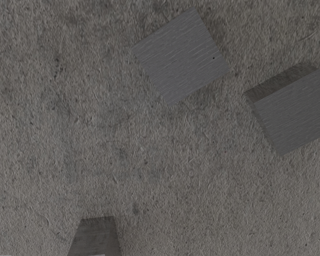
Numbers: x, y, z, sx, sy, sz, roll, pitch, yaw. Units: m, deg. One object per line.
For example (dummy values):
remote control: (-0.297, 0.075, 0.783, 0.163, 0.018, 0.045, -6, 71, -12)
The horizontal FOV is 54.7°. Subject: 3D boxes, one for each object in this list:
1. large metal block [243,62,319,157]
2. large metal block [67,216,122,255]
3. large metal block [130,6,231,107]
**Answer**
large metal block: (0.164, -0.024, 0.389, 0.080, 0.050, 0.080, -29, 108, 10)
large metal block: (-0.091, 0.188, 0.449, 0.050, 0.080, 0.079, -6, 110, 2)
large metal block: (0.023, -0.084, 0.365, 0.080, 0.050, 0.080, -31, 107, 10)
